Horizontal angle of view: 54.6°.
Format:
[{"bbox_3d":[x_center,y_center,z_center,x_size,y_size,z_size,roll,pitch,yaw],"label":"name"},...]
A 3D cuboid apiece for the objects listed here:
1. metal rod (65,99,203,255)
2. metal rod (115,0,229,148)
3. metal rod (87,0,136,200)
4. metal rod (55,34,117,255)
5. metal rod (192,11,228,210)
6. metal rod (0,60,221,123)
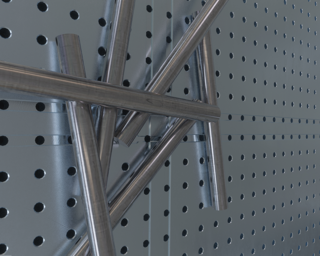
[{"bbox_3d":[-0.029,0.069,0.383,0.301,0.025,0.025,-50,120,-28],"label":"metal rod"},{"bbox_3d":[0.031,-0.103,0.412,0.025,0.025,0.300,44,70,-31],"label":"metal rod"},{"bbox_3d":[-0.054,-0.068,0.362,0.025,0.025,0.299,13,82,-39],"label":"metal rod"},{"bbox_3d":[-0.072,0.052,0.322,0.025,0.025,0.299,-8,88,-40],"label":"metal rod"},{"bbox_3d":[0.077,-0.023,0.472,0.025,0.025,0.298,-12,98,-39],"label":"metal rod"},{"bbox_3d":[-0.039,-0.032,0.332,0.302,0.025,0.025,7,86,-41],"label":"metal rod"}]
